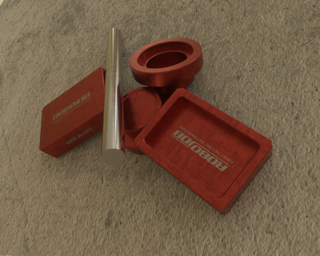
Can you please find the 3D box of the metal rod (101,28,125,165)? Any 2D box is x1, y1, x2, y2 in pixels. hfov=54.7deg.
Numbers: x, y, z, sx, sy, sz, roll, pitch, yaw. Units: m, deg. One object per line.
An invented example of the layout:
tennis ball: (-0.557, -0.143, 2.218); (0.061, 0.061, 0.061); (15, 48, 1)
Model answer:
metal rod: (-0.065, -0.068, 0.438); (0.025, 0.025, 0.300); (-24, 40, 13)

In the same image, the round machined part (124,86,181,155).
round machined part: (-0.021, -0.016, 0.416); (0.098, 0.042, 0.098); (-13, 56, 21)

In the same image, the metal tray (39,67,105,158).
metal tray: (-0.123, -0.023, 0.467); (0.130, 0.030, 0.090); (-30, 49, 19)

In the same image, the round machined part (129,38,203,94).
round machined part: (0.011, -0.083, 0.426); (0.098, 0.042, 0.098); (-9, 38, 7)

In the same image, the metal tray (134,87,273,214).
metal tray: (0.046, 0.021, 0.351); (0.130, 0.030, 0.090); (35, 81, 28)
